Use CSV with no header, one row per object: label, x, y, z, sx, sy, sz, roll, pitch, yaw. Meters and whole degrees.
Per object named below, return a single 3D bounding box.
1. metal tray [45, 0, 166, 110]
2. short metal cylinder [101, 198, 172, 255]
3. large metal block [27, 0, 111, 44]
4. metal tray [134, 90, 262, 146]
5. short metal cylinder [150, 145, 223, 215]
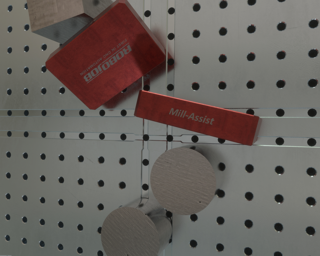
metal tray,-0.070,-0.093,0.407,0.130,0.030,0.090,-33,121,17
short metal cylinder,-0.030,0.138,0.410,0.080,0.050,0.079,0,90,20
large metal block,-0.119,-0.156,0.425,0.080,0.080,0.050,-12,86,19
metal tray,0.047,-0.013,0.361,0.130,0.090,0.030,15,95,19
short metal cylinder,0.034,0.062,0.387,0.080,0.050,0.079,0,90,20
